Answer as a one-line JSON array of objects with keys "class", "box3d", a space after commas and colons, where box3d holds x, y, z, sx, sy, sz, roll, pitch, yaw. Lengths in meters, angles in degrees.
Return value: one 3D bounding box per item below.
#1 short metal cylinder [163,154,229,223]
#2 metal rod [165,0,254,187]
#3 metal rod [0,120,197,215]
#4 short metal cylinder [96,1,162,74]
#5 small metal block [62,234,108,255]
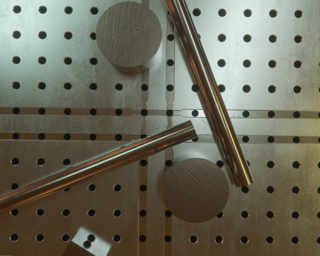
[{"class": "short metal cylinder", "box3d": [0.044, 0.076, 0.401, 0.081, 0.050, 0.079, 0, 90, 0]}, {"class": "metal rod", "box3d": [0.060, -0.065, 0.413, 0.025, 0.025, 0.299, -21, 90, 0]}, {"class": "metal rod", "box3d": [-0.095, 0.056, 0.412, 0.301, 0.025, 0.025, -22, 90, 0]}, {"class": "short metal cylinder", "box3d": [-0.038, -0.114, 0.400, 0.081, 0.050, 0.079, 0, 90, 0]}, {"class": "small metal block", "box3d": [-0.107, 0.180, 0.413, 0.050, 0.025, 0.050, 32, 90, 0]}]
